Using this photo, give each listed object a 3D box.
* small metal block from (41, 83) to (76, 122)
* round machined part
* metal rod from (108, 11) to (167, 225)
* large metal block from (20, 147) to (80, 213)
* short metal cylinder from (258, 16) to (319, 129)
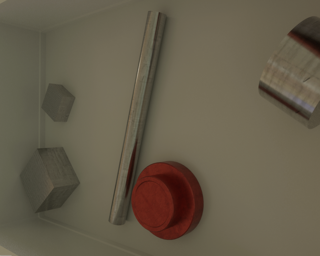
[{"bbox_3d":[-0.183,-0.045,0.554,0.050,0.025,0.050,39,113,32],"label":"small metal block"},{"bbox_3d":[0.002,0.092,0.392,0.098,0.042,0.097,0,90,39],"label":"round machined part"},{"bbox_3d":[-0.033,-0.007,0.432,0.025,0.025,0.298,19,102,38],"label":"metal rod"},{"bbox_3d":[-0.197,0.091,0.550,0.080,0.050,0.080,-48,62,29],"label":"large metal block"},{"bbox_3d":[0.131,-0.046,0.262,0.050,0.081,0.080,44,116,31],"label":"short metal cylinder"}]
